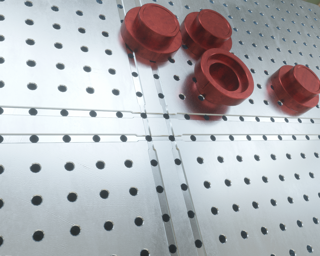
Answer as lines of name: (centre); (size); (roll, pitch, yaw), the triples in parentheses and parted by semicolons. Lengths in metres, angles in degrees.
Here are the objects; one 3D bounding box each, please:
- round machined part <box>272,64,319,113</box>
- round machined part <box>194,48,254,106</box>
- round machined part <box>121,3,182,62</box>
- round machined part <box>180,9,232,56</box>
round machined part: (0.265, -0.081, 0.588); (0.099, 0.042, 0.098); (13, 56, -21)
round machined part: (0.097, -0.076, 0.495); (0.099, 0.042, 0.098); (13, 56, -21)
round machined part: (-0.008, -0.156, 0.487); (0.099, 0.042, 0.098); (13, 56, -21)
round machined part: (0.087, -0.170, 0.547); (0.099, 0.042, 0.098); (13, 56, -21)
